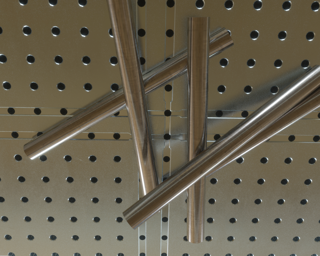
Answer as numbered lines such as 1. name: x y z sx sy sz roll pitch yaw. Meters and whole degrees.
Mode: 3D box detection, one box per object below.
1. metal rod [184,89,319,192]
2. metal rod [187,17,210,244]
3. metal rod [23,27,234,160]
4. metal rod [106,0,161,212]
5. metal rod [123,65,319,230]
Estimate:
1. metal rod: 0.130 0.011 0.419 0.300 0.025 0.025 -35 107 11
2. metal rod: 0.047 0.017 0.392 0.025 0.025 0.298 -2 110 0
3. metal rod: -0.047 -0.039 0.398 0.300 0.025 0.025 -29 108 9
4. metal rod: -0.026 -0.011 0.385 0.025 0.025 0.298 -7 119 2
5. metal rod: 0.084 0.020 0.378 0.301 0.025 0.025 -37 107 -5
